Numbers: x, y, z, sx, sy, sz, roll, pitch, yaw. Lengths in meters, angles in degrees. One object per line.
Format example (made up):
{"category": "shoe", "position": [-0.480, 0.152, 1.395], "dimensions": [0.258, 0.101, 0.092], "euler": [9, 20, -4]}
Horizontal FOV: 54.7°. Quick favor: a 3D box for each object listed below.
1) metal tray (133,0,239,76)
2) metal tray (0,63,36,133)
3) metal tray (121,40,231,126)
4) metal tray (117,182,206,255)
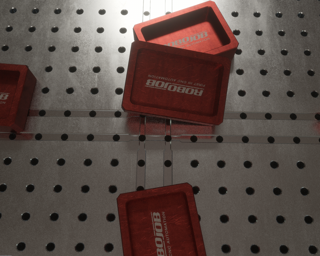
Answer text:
{"category": "metal tray", "position": [0.036, -0.127, 0.455], "dimensions": [0.131, 0.030, 0.090], "euler": [-21, 72, -8]}
{"category": "metal tray", "position": [-0.247, -0.044, 0.422], "dimensions": [0.131, 0.030, 0.090], "euler": [5, 70, 1]}
{"category": "metal tray", "position": [0.021, -0.056, 0.406], "dimensions": [0.131, 0.030, 0.089], "euler": [9, 87, -7]}
{"category": "metal tray", "position": [0.004, 0.136, 0.359], "dimensions": [0.091, 0.030, 0.129], "euler": [-9, 70, -4]}
